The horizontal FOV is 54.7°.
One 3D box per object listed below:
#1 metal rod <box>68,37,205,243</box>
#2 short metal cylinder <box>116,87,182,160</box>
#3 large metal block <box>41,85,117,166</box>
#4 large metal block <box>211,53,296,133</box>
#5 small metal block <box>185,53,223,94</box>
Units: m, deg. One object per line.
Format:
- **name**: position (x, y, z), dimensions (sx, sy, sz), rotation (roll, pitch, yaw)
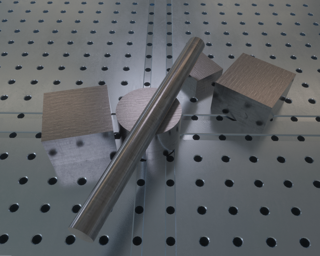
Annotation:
- **metal rod**: position (-0.008, -0.014, 0.354), dimensions (0.025, 0.025, 0.301), rotation (19, 52, 15)
- **short metal cylinder**: position (-0.014, -0.006, 0.397), dimensions (0.081, 0.050, 0.080), rotation (0, 50, 0)
- **large metal block**: position (-0.101, -0.005, 0.395), dimensions (0.081, 0.050, 0.080), rotation (-9, 51, -8)
- **large metal block**: position (0.130, -0.052, 0.436), dimensions (0.080, 0.050, 0.080), rotation (30, 56, 22)
- **small metal block**: position (0.061, -0.086, 0.481), dimensions (0.050, 0.025, 0.050), rotation (-27, 55, -21)
